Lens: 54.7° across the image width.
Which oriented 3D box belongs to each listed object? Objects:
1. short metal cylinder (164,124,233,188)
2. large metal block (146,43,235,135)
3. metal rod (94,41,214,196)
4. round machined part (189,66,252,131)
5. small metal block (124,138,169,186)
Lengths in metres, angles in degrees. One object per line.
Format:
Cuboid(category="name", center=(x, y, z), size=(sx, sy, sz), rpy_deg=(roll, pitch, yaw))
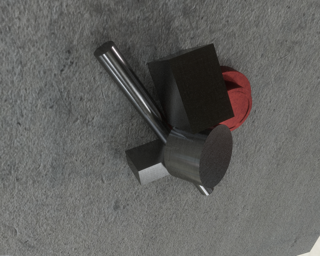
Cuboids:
Cuboid(category="short metal cylinder", center=(0.050, 0.030, 0.392), size=(0.081, 0.050, 0.079), rpy_deg=(-19, 115, -48))
Cuboid(category="large metal block", center=(0.032, -0.045, 0.350), size=(0.050, 0.080, 0.080), rpy_deg=(-23, 105, -13))
Cuboid(category="metal rod", center=(0.010, 0.009, 0.421), size=(0.025, 0.025, 0.300), rpy_deg=(-39, 130, -3))
Cuboid(category="round machined part", center=(0.086, -0.032, 0.426), size=(0.099, 0.042, 0.097), rpy_deg=(-14, 125, -21))
Cuboid(category="small metal block", center=(-0.013, 0.044, 0.414), size=(0.050, 0.050, 0.025), rpy_deg=(-20, 126, -18))
